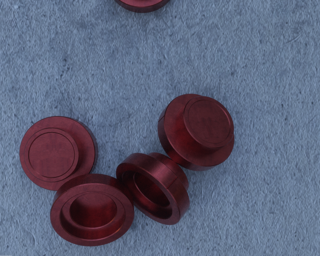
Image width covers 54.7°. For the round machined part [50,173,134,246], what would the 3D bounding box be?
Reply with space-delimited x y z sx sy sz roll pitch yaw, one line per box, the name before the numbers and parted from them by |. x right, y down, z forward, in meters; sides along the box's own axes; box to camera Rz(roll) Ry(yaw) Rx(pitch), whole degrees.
round machined part | -0.083 0.097 0.388 0.099 0.042 0.097 -4 117 -8

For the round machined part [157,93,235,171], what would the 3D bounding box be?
round machined part | 0.050 0.000 0.378 0.099 0.042 0.098 11 62 -20

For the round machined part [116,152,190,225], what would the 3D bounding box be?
round machined part | -0.004 0.069 0.383 0.098 0.098 0.042 47 55 0

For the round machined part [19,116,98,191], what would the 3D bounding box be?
round machined part | -0.133 0.033 0.400 0.099 0.042 0.097 0 90 0

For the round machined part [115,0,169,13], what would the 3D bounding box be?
round machined part | -0.024 -0.205 0.401 0.099 0.042 0.097 0 90 0
